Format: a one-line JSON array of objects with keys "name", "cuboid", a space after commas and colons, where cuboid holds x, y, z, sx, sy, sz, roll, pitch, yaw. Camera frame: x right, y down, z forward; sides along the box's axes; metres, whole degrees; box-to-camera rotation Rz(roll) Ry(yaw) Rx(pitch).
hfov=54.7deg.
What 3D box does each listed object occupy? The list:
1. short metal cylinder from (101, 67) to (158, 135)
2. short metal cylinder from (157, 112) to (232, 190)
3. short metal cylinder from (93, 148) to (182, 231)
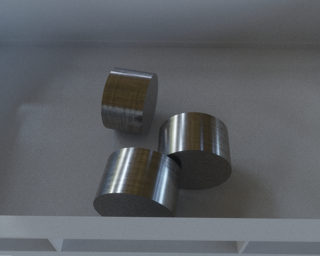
[{"name": "short metal cylinder", "cuboid": [-0.036, -0.034, 0.398, 0.050, 0.080, 0.080, 11, 51, 9]}, {"name": "short metal cylinder", "cuboid": [0.037, 0.028, 0.346, 0.080, 0.080, 0.050, 3, 50, 2]}, {"name": "short metal cylinder", "cuboid": [-0.021, 0.064, 0.315, 0.080, 0.080, 0.050, 8, 51, 6]}]
